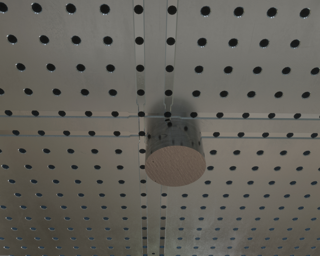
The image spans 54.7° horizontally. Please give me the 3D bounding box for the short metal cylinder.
[{"bbox_3d":[0.020,0.036,0.426,0.081,0.050,0.079,0,130,0],"label":"short metal cylinder"}]
